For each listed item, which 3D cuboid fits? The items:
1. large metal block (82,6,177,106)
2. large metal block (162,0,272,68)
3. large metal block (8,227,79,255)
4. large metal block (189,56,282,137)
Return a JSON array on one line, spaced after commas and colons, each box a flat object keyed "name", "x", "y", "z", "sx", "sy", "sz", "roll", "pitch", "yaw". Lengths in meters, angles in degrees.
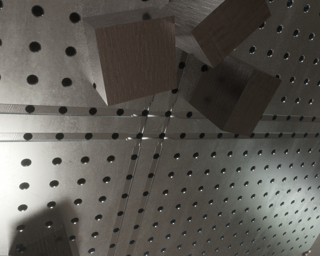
[{"name": "large metal block", "x": -0.030, "y": -0.078, "z": 0.331, "sx": 0.081, "sy": 0.050, "sz": 0.079, "roll": -17, "pitch": 126, "yaw": -19}, {"name": "large metal block", "x": 0.054, "y": -0.121, "z": 0.332, "sx": 0.080, "sy": 0.080, "sz": 0.050, "roll": -42, "pitch": 130, "yaw": 1}, {"name": "large metal block", "x": -0.149, "y": 0.196, "z": 0.416, "sx": 0.081, "sy": 0.080, "sz": 0.050, "roll": -24, "pitch": 127, "yaw": -14}, {"name": "large metal block", "x": 0.093, "y": -0.046, "z": 0.400, "sx": 0.050, "sy": 0.080, "sz": 0.079, "roll": 11, "pitch": 113, "yaw": -34}]
